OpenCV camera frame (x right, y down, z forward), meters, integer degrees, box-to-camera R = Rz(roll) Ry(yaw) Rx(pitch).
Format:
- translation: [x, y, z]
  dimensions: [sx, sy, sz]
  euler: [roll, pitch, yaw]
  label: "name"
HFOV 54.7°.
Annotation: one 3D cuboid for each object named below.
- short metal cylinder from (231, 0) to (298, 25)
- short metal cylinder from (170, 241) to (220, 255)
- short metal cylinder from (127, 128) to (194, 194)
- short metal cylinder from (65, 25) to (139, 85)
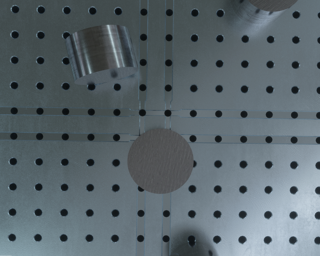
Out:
- translation: [0.138, -0.182, 0.403]
  dimensions: [0.081, 0.050, 0.079]
  euler: [0, 90, -1]
  label: "short metal cylinder"
- translation: [0.048, 0.196, 0.402]
  dimensions: [0.081, 0.050, 0.079]
  euler: [0, 90, -1]
  label: "short metal cylinder"
- translation: [0.001, 0.040, 0.401]
  dimensions: [0.081, 0.050, 0.079]
  euler: [0, 90, -1]
  label: "short metal cylinder"
- translation: [-0.072, -0.088, 0.385]
  dimensions: [0.080, 0.080, 0.050]
  euler: [-13, 90, 0]
  label: "short metal cylinder"
